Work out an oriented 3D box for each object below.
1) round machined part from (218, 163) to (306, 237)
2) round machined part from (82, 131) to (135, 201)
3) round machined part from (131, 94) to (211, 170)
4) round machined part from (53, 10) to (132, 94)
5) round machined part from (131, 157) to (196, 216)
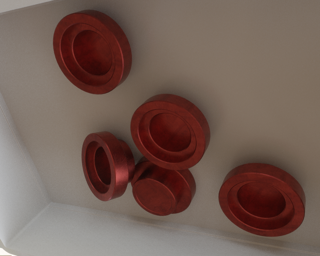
[{"bbox_3d":[0.126,0.083,0.382,0.098,0.042,0.097,13,124,20],"label":"round machined part"},{"bbox_3d":[-0.072,0.053,0.449,0.098,0.042,0.097,14,109,49],"label":"round machined part"},{"bbox_3d":[0.016,0.002,0.389,0.098,0.042,0.097,13,124,20],"label":"round machined part"},{"bbox_3d":[-0.077,-0.094,0.379,0.098,0.042,0.097,13,124,20],"label":"round machined part"},{"bbox_3d":[-0.001,0.089,0.452,0.098,0.042,0.097,13,124,20],"label":"round machined part"}]
